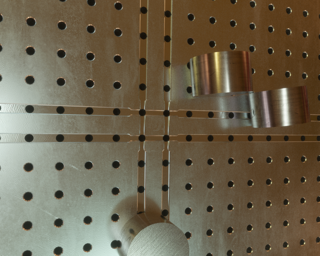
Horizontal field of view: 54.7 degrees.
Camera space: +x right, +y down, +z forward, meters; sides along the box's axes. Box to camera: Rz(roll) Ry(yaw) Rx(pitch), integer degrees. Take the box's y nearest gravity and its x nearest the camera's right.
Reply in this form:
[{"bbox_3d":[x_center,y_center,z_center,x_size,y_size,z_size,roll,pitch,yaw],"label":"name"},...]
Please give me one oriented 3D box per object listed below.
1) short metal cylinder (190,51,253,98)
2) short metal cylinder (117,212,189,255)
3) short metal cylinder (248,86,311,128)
[{"bbox_3d":[0.082,-0.070,0.415,0.081,0.080,0.050,-5,92,-20],"label":"short metal cylinder"},{"bbox_3d":[-0.010,0.154,0.397,0.081,0.050,0.079,0,90,-21],"label":"short metal cylinder"},{"bbox_3d":[0.172,-0.031,0.449,0.081,0.080,0.050,-9,93,-20],"label":"short metal cylinder"}]
